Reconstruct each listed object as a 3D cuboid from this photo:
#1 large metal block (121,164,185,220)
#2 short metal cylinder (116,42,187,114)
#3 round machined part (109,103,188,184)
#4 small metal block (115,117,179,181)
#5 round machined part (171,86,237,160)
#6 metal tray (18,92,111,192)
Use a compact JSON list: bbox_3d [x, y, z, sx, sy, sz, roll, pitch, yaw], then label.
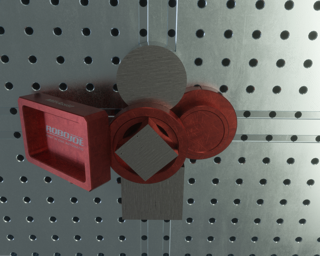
[{"bbox_3d":[-0.010,0.077,0.425,0.081,0.050,0.079,1,110,-1],"label":"large metal block"},{"bbox_3d":[-0.010,-0.062,0.376,0.081,0.050,0.079,0,110,0],"label":"short metal cylinder"},{"bbox_3d":[-0.017,0.016,0.379,0.099,0.042,0.097,0,110,0],"label":"round machined part"},{"bbox_3d":[-0.015,0.024,0.356,0.050,0.025,0.050,-40,106,13],"label":"small metal block"},{"bbox_3d":[0.052,-0.002,0.402,0.099,0.042,0.097,0,110,0],"label":"round machined part"},{"bbox_3d":[-0.118,0.013,0.376,0.130,0.030,0.089,15,115,34],"label":"metal tray"}]
